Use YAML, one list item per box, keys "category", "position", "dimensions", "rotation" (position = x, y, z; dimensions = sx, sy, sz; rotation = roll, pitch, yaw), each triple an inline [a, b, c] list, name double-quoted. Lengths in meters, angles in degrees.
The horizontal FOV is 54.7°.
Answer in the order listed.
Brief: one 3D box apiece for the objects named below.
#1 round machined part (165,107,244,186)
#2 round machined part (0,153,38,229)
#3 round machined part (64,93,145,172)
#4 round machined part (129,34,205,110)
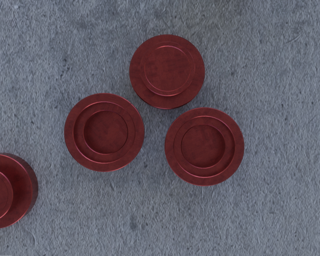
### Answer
- category: "round machined part"
  position: [0.055, 0.023, 0.402]
  dimensions: [0.099, 0.042, 0.097]
  rotation: [0, 90, 0]
- category: "round machined part"
  position: [-0.214, 0.082, 0.400]
  dimensions: [0.099, 0.042, 0.097]
  rotation: [0, 90, 0]
- category: "round machined part"
  position: [-0.069, 0.005, 0.401]
  dimensions: [0.099, 0.042, 0.097]
  rotation: [0, 90, 0]
- category: "round machined part"
  position: [0.009, -0.073, 0.401]
  dimensions: [0.099, 0.042, 0.097]
  rotation: [0, 90, 0]
